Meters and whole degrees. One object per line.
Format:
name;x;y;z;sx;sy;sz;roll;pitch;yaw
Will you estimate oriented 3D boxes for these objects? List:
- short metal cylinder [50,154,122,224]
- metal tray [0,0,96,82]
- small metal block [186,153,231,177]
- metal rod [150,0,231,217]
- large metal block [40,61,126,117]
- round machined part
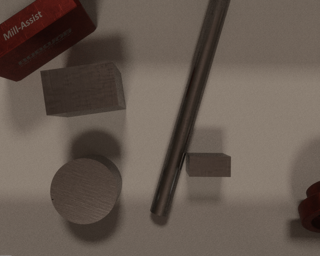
short metal cylinder;-0.092;0.076;0.398;0.081;0.050;0.079;0;90;-1
metal tray;-0.148;-0.110;0.376;0.130;0.090;0.030;-34;90;0
small metal block;0.061;0.047;0.400;0.050;0.050;0.025;1;90;-1
metal rod;0.040;-0.031;0.411;0.025;0.025;0.298;16;90;-1
large metal block;-0.089;-0.044;0.383;0.081;0.080;0.050;-8;90;0
round machined part;0.225;0.095;0.388;0.099;0.097;0.042;2;52;-1
